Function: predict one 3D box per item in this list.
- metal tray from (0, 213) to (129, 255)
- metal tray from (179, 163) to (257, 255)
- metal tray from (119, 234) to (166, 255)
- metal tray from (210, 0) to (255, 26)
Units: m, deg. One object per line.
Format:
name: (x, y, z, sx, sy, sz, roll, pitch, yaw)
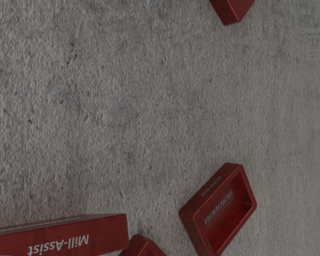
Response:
metal tray: (-0.105, 0.100, 0.271, 0.131, 0.090, 0.030, 3, 76, -40)
metal tray: (0.095, 0.126, 0.480, 0.131, 0.030, 0.090, -37, 113, -34)
metal tray: (-0.035, 0.209, 0.371, 0.130, 0.030, 0.090, -50, 119, -28)
metal tray: (0.124, -0.243, 0.504, 0.090, 0.030, 0.130, 50, 61, -29)
